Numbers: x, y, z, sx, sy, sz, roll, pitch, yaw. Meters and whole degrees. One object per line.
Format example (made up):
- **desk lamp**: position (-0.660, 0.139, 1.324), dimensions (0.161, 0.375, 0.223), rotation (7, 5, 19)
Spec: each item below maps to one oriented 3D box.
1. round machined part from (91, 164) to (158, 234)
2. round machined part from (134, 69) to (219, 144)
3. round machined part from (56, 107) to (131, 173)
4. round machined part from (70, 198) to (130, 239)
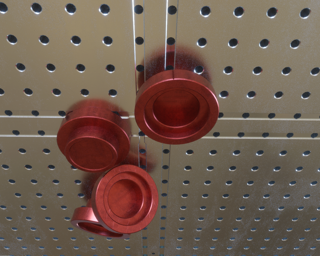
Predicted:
- **round machined part**: position (-0.055, 0.106, 0.461), dimensions (0.098, 0.098, 0.042), rotation (27, 153, -22)
- **round machined part**: position (0.019, -0.029, 0.376), dimensions (0.099, 0.042, 0.097), rotation (-1, 130, 0)
- **round machined part**: position (-0.090, 0.023, 0.419), dimensions (0.099, 0.042, 0.097), rotation (0, 130, 0)
- **round machined part**: position (-0.093, 0.148, 0.511), dimensions (0.099, 0.042, 0.098), rotation (9, 148, 6)
